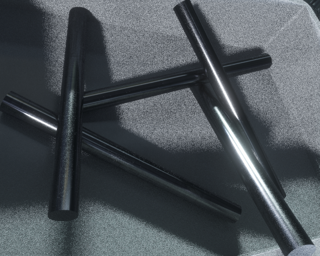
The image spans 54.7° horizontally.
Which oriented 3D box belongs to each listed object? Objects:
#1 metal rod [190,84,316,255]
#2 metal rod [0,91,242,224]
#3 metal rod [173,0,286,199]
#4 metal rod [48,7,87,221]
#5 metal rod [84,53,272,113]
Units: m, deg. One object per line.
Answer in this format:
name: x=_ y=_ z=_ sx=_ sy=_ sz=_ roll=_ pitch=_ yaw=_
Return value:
metal rod: x=0.084 y=0.014 z=0.367 sx=0.025 sy=0.025 sz=0.300 roll=12 pitch=32 yaw=-22
metal rod: x=-0.035 y=0.040 z=0.363 sx=0.301 sy=0.025 sz=0.025 roll=28 pitch=52 yaw=-11
metal rod: x=0.098 y=-0.033 z=0.426 sx=0.025 sy=0.025 sz=0.299 roll=-32 pitch=97 yaw=-38
metal rod: x=-0.100 y=-0.044 z=0.353 sx=0.025 sy=0.025 sz=0.300 roll=10 pitch=49 yaw=-23
metal rod: x=0.035 y=-0.068 z=0.432 sx=0.302 sy=0.025 sz=0.025 roll=-16 pitch=70 yaw=-23
